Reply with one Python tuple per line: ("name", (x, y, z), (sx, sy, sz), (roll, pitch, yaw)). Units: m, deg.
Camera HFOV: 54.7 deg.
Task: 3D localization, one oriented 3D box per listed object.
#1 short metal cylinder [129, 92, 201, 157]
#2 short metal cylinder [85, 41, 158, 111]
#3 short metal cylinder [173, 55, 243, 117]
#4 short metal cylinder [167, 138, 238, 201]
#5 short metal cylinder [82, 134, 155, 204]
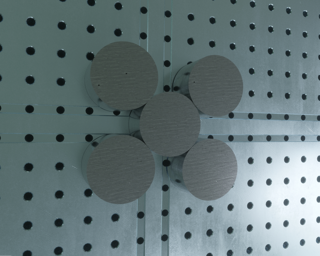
("short metal cylinder", (0.005, -0.005, 0.402), (0.081, 0.050, 0.079), (0, 90, -21))
("short metal cylinder", (-0.048, -0.061, 0.381), (0.081, 0.050, 0.079), (0, 90, -21))
("short metal cylinder", (0.065, -0.054, 0.422), (0.081, 0.050, 0.079), (0, 90, -21))
("short metal cylinder", (0.057, 0.053, 0.421), (0.081, 0.050, 0.079), (0, 90, -21))
("short metal cylinder", (-0.052, 0.048, 0.380), (0.081, 0.050, 0.079), (0, 90, -21))
